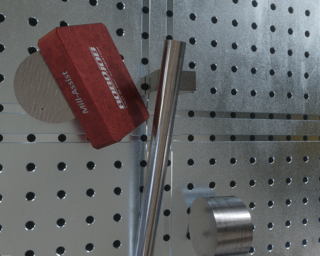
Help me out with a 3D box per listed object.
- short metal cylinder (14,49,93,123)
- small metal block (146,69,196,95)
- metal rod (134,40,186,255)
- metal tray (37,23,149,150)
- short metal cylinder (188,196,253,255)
[{"bbox_3d":[-0.120,-0.045,0.355,0.081,0.050,0.079,0,90,-19],"label":"short metal cylinder"},{"bbox_3d":[0.013,-0.059,0.404,0.050,0.050,0.025,-1,91,-20],"label":"small metal block"},{"bbox_3d":[-0.004,0.047,0.379,0.025,0.025,0.298,5,101,-20],"label":"metal rod"},{"bbox_3d":[-0.069,-0.052,0.356,0.129,0.030,0.090,64,30,-9],"label":"metal tray"},{"bbox_3d":[0.078,0.132,0.412,0.050,0.080,0.080,2,90,-20],"label":"short metal cylinder"}]
